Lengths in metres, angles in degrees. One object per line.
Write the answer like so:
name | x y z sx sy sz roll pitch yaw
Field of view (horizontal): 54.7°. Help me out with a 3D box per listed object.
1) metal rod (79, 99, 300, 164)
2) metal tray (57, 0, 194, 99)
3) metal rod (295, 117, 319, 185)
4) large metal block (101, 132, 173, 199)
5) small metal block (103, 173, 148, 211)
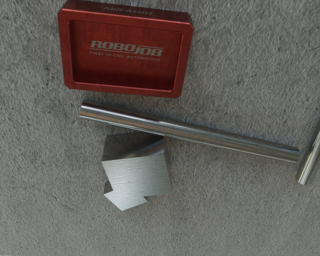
metal rod | 0.047 0.008 0.414 0.302 0.025 0.025 12 129 -11
metal tray | -0.036 -0.082 0.333 0.131 0.030 0.089 5 130 -5
metal rod | 0.221 -0.035 0.380 0.025 0.025 0.298 -1 130 0
large metal block | -0.029 0.051 0.434 0.080 0.050 0.080 -7 130 5
small metal block | -0.053 0.102 0.493 0.050 0.025 0.050 -24 127 18
